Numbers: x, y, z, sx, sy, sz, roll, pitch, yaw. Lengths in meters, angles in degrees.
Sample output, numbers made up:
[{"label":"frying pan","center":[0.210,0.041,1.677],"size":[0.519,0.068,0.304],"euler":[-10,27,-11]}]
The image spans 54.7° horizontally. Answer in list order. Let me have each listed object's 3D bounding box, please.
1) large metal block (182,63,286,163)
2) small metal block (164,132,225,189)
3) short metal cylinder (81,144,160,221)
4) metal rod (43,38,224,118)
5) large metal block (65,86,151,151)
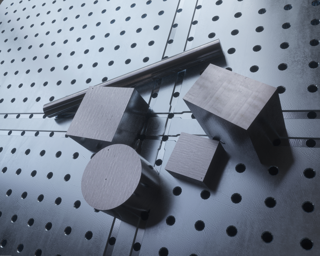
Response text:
[{"label":"large metal block","center":[0.083,-0.015,0.338],"size":[0.080,0.080,0.050],"euler":[31,79,37]},{"label":"small metal block","center":[0.041,0.037,0.363],"size":[0.050,0.025,0.050],"euler":[14,69,33]},{"label":"short metal cylinder","center":[-0.047,0.066,0.375],"size":[0.080,0.050,0.080],"euler":[-13,56,20]},{"label":"metal rod","center":[-0.051,-0.071,0.476],"size":[0.301,0.025,0.025],"euler":[-17,55,17]},{"label":"large metal block","center":[-0.071,-0.010,0.434],"size":[0.080,0.050,0.080],"euler":[7,65,31]}]
